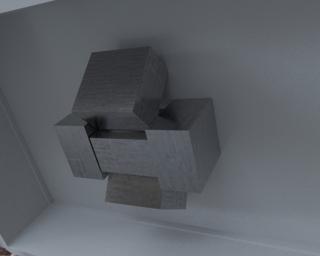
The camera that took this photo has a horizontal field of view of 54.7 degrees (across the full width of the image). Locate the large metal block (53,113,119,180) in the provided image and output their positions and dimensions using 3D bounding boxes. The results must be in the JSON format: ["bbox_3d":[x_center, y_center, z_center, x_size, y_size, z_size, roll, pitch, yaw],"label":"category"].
[{"bbox_3d":[-0.087,0.013,0.426,0.050,0.080,0.080,1,119,28],"label":"large metal block"}]

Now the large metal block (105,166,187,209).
[{"bbox_3d":[-0.015,0.080,0.420,0.080,0.080,0.050,0,77,27],"label":"large metal block"}]

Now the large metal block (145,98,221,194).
[{"bbox_3d":[0.031,0.018,0.366,0.050,0.080,0.080,1,119,28],"label":"large metal block"}]

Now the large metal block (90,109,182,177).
[{"bbox_3d":[-0.027,0.015,0.395,0.080,0.080,0.050,1,119,28],"label":"large metal block"}]

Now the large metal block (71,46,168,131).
[{"bbox_3d":[-0.044,-0.043,0.360,0.080,0.080,0.050,2,157,27],"label":"large metal block"}]
